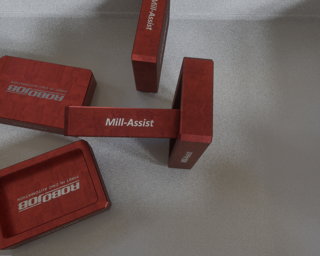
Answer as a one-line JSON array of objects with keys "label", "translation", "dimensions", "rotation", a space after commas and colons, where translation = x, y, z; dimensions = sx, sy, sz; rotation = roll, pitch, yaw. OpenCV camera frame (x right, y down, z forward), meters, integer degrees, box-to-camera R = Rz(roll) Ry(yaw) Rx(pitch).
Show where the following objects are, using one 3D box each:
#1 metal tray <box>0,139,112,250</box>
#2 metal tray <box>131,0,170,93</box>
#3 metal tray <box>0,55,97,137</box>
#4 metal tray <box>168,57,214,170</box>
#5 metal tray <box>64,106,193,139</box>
[{"label": "metal tray", "translation": [-0.136, 0.079, 0.376], "dimensions": [0.131, 0.030, 0.090], "rotation": [-21, 71, -8]}, {"label": "metal tray", "translation": [-0.009, -0.124, 0.420], "dimensions": [0.030, 0.090, 0.130], "rotation": [8, 70, 3]}, {"label": "metal tray", "translation": [-0.163, -0.044, 0.422], "dimensions": [0.131, 0.030, 0.090], "rotation": [10, 70, 3]}, {"label": "metal tray", "translation": [0.032, -0.010, 0.357], "dimensions": [0.030, 0.130, 0.090], "rotation": [5, 70, -2]}, {"label": "metal tray", "translation": [-0.034, -0.004, 0.356], "dimensions": [0.131, 0.090, 0.030], "rotation": [1, 88, -5]}]
